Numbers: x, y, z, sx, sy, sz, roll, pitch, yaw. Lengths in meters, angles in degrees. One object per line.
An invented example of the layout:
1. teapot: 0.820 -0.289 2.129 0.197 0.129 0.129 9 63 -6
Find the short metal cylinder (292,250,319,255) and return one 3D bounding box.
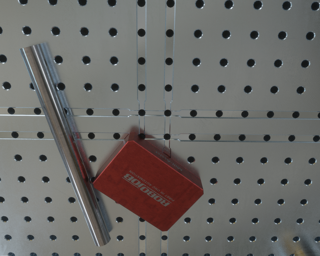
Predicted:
1. short metal cylinder: 0.246 0.244 0.494 0.081 0.050 0.079 0 110 -1

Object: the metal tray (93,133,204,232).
1. metal tray: -0.015 0.079 0.440 0.130 0.030 0.090 37 106 -13

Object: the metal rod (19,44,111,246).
1. metal rod: -0.123 0.037 0.425 0.025 0.025 0.298 -13 110 4
